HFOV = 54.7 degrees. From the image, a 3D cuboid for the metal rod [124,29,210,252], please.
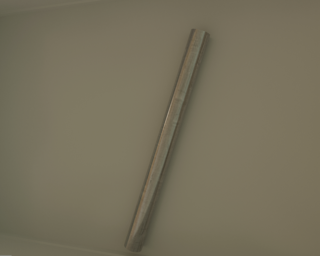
[{"bbox_3d":[0.007,0.021,0.407,0.025,0.025,0.298,19,96,18],"label":"metal rod"}]
